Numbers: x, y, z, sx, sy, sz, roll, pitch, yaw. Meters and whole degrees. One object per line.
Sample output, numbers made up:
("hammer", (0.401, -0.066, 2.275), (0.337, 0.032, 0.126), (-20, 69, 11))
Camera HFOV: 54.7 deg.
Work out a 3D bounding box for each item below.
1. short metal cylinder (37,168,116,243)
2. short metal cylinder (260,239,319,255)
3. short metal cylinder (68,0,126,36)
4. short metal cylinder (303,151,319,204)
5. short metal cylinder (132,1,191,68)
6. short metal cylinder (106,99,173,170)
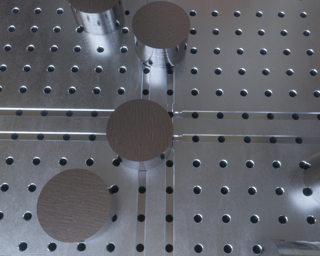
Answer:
("short metal cylinder", (-0.095, 0.092, 0.364), (0.081, 0.050, 0.080), (0, 70, 0))
("short metal cylinder", (0.142, 0.160, 0.325), (0.050, 0.080, 0.080), (2, 70, 1))
("short metal cylinder", (-0.094, -0.188, 0.466), (0.081, 0.050, 0.080), (0, 70, 0))
("short metal cylinder", (0.227, 0.059, 0.378), (0.081, 0.050, 0.080), (0, 70, 0))
("short metal cylinder", (0.002, -0.134, 0.447), (0.081, 0.050, 0.080), (0, 70, 0))
("short metal cylinder", (-0.024, 0.010, 0.395), (0.081, 0.050, 0.080), (0, 70, 0))
